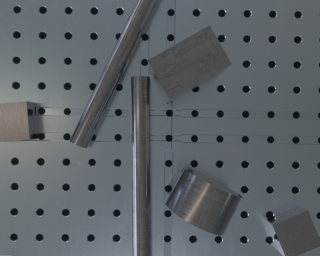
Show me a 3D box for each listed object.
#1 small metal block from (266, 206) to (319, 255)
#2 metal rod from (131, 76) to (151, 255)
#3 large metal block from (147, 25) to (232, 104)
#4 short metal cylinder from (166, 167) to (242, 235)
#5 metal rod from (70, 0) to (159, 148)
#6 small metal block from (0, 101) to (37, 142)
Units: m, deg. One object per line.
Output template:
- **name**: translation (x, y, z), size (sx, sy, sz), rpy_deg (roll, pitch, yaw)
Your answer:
- **small metal block**: translation (0.179, 0.140, 0.415), size (0.050, 0.025, 0.050), rpy_deg (-23, 90, 0)
- **metal rod**: translation (-0.025, 0.082, 0.413), size (0.025, 0.025, 0.298), rpy_deg (-1, 90, 0)
- **large metal block**: translation (0.033, -0.074, 0.386), size (0.080, 0.080, 0.050), rpy_deg (-30, 90, 0)
- **short metal cylinder**: translation (0.054, 0.089, 0.386), size (0.080, 0.080, 0.050), rpy_deg (26, 90, 0)
- **metal rod**: translation (-0.044, -0.113, 0.412), size (0.025, 0.025, 0.299), rpy_deg (26, 90, 0)
- **small metal block**: translation (-0.195, -0.008, 0.412), size (0.050, 0.025, 0.050), rpy_deg (-5, 90, 0)
